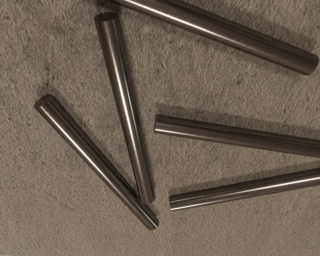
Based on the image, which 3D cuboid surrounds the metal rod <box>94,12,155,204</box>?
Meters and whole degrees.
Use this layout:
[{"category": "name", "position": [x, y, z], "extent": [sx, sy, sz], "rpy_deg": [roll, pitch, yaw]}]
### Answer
[{"category": "metal rod", "position": [-0.037, 0.001, 0.407], "extent": [0.025, 0.025, 0.298], "rpy_deg": [-5, 130, 4]}]

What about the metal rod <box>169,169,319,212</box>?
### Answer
[{"category": "metal rod", "position": [0.163, 0.094, 0.489], "extent": [0.301, 0.025, 0.025], "rpy_deg": [-13, 129, 10]}]

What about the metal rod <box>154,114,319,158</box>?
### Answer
[{"category": "metal rod", "position": [0.142, 0.017, 0.423], "extent": [0.302, 0.025, 0.025], "rpy_deg": [9, 130, -8]}]

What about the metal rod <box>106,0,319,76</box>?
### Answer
[{"category": "metal rod", "position": [0.028, -0.111, 0.312], "extent": [0.302, 0.025, 0.025], "rpy_deg": [16, 128, -14]}]

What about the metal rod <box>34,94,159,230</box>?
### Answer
[{"category": "metal rod", "position": [-0.078, 0.069, 0.464], "extent": [0.025, 0.025, 0.299], "rpy_deg": [-21, 128, 16]}]
